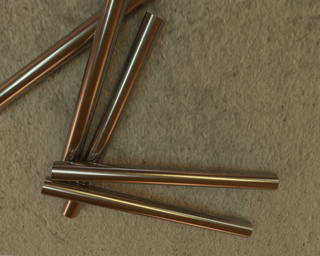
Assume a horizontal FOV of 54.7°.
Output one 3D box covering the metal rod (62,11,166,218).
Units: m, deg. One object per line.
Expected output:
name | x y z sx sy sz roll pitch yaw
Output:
metal rod | -0.068 -0.004 0.407 0.025 0.025 0.298 24 108 -9

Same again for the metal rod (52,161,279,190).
metal rod | 0.014 0.065 0.418 0.302 0.025 0.025 4 110 -9

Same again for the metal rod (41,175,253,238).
metal rod | -0.009 0.114 0.435 0.302 0.025 0.025 16 109 -13

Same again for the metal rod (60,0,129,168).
metal rod | -0.081 -0.054 0.370 0.025 0.025 0.298 19 115 -8

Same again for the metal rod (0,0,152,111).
metal rod | -0.102 -0.102 0.370 0.300 0.025 0.025 -32 107 11
